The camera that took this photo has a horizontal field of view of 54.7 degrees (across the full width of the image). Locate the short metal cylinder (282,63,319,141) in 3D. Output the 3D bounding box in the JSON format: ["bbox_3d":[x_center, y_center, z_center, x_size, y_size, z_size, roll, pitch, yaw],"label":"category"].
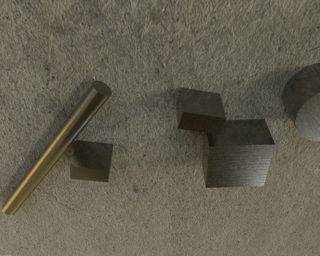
[{"bbox_3d":[0.194,-0.030,0.368,0.081,0.050,0.079,0,130,0],"label":"short metal cylinder"}]

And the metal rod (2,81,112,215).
[{"bbox_3d":[-0.159,0.044,0.441,0.025,0.025,0.299,30,124,-24],"label":"metal rod"}]

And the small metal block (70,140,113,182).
[{"bbox_3d":[-0.093,0.045,0.428,0.050,0.050,0.025,7,130,-6],"label":"small metal block"}]

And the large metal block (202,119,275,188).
[{"bbox_3d":[0.102,0.036,0.423,0.081,0.050,0.079,-2,130,1],"label":"large metal block"}]

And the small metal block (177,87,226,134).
[{"bbox_3d":[0.048,-0.021,0.374,0.050,0.050,0.025,8,130,-7],"label":"small metal block"}]
